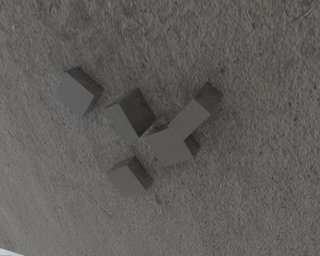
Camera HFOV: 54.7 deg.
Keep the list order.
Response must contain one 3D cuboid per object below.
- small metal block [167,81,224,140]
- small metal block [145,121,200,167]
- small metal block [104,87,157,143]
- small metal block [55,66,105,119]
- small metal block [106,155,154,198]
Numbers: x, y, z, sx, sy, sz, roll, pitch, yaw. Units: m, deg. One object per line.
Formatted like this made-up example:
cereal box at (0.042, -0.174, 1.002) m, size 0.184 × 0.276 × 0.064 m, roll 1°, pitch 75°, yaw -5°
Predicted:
small metal block at (0.041, -0.020, 0.357) m, size 0.025 × 0.050 × 0.050 m, roll 42°, pitch 129°, yaw -1°
small metal block at (0.017, 0.019, 0.410) m, size 0.050 × 0.025 × 0.050 m, roll -21°, pitch 107°, yaw 36°
small metal block at (-0.037, -0.017, 0.399) m, size 0.025 × 0.050 × 0.050 m, roll -19°, pitch 109°, yaw 35°
small metal block at (-0.113, -0.050, 0.436) m, size 0.050 × 0.025 × 0.050 m, roll 41°, pitch 129°, yaw 0°
small metal block at (-0.047, 0.077, 0.479) m, size 0.050 × 0.025 × 0.050 m, roll -27°, pitch 104°, yaw 37°
